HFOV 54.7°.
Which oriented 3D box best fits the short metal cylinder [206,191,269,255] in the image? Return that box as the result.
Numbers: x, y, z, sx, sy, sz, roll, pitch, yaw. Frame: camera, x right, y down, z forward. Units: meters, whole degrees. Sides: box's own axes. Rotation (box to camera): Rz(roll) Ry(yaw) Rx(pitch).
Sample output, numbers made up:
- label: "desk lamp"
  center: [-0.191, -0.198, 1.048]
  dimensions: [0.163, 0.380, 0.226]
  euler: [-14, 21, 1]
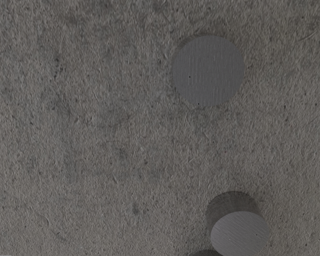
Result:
- label: "short metal cylinder"
  center: [0.110, 0.139, 0.449]
  dimensions: [0.081, 0.050, 0.079]
  euler: [0, 110, 0]

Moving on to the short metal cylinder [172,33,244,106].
- label: "short metal cylinder"
  center: [0.054, -0.071, 0.371]
  dimensions: [0.081, 0.050, 0.079]
  euler: [0, 110, 0]

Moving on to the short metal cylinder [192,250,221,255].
- label: "short metal cylinder"
  center: [0.079, 0.232, 0.467]
  dimensions: [0.081, 0.080, 0.050]
  euler: [9, 110, -4]
